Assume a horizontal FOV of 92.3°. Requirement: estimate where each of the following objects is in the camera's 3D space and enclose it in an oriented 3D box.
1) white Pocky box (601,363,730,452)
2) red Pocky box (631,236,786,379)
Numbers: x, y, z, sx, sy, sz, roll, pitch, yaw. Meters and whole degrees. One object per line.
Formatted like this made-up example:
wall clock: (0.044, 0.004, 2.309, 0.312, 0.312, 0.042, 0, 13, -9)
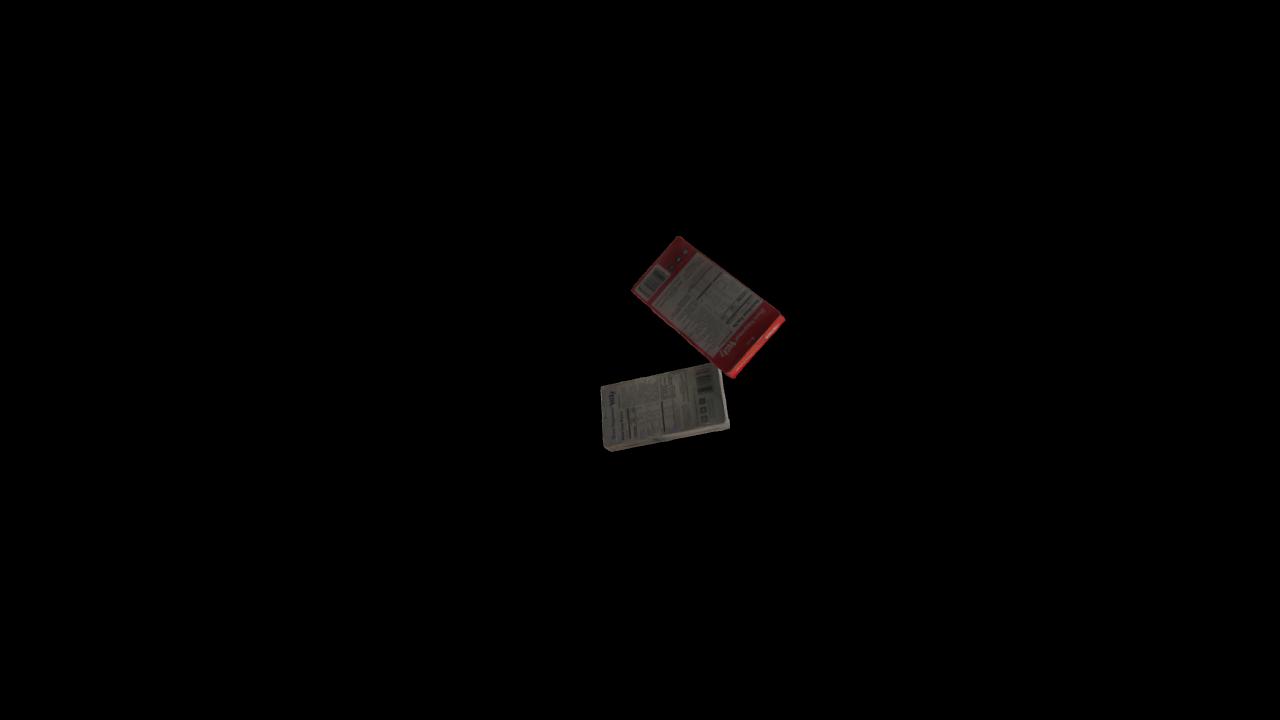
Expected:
white Pocky box: (0.028, 0.057, 0.748, 0.154, 0.084, 0.028, -13, -28, 16)
red Pocky box: (0.068, -0.058, 0.645, 0.155, 0.083, 0.028, 44, 4, 30)
